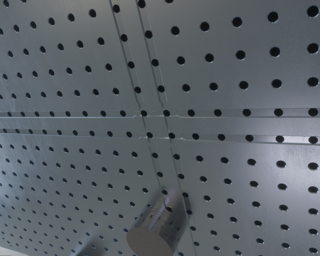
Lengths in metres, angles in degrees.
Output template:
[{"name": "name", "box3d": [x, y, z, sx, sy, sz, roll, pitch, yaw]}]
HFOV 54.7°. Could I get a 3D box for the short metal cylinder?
[{"name": "short metal cylinder", "box3d": [-0.008, 0.175, 0.507, 0.080, 0.050, 0.079, 13, 124, 20]}]
